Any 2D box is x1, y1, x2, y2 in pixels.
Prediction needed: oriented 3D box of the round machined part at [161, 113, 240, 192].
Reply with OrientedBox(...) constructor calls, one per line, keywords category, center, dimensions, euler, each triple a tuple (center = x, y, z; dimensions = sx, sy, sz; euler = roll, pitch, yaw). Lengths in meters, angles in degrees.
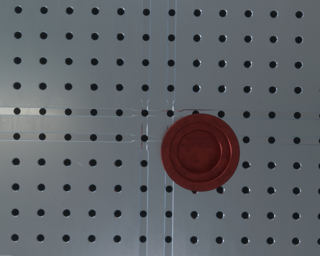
OrientedBox(category="round machined part", center=(0.050, 0.030, 0.405), dimensions=(0.099, 0.042, 0.097), euler=(0, 90, 0))
